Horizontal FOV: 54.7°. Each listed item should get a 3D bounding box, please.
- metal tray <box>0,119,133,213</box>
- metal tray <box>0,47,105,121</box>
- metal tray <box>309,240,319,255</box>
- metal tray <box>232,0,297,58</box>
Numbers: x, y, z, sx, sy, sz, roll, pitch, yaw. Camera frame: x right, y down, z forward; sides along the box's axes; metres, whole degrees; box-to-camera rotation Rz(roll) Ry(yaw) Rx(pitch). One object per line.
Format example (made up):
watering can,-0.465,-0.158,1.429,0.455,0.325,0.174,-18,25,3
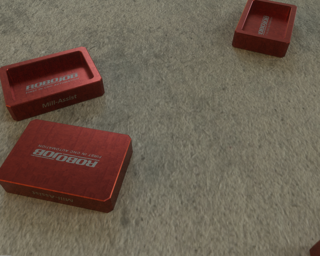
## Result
metal tray,-0.107,0.041,0.364,0.131,0.030,0.090,10,51,7
metal tray,-0.158,-0.069,0.455,0.131,0.030,0.090,-20,53,-16
metal tray,0.214,0.150,0.276,0.131,0.030,0.090,4,50,3
metal tray,0.190,-0.184,0.557,0.090,0.030,0.130,17,52,13
